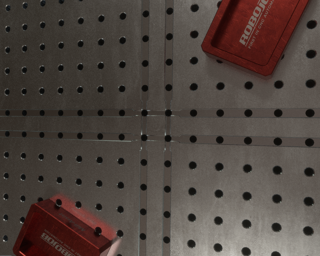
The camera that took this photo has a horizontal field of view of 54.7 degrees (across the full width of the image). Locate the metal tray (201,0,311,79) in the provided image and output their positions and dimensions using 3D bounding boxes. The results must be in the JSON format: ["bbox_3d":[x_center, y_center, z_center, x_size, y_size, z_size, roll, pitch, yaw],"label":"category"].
[{"bbox_3d":[0.118,-0.134,0.368,0.090,0.030,0.129,27,99,17],"label":"metal tray"}]

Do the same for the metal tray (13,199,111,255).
[{"bbox_3d":[-0.148,0.178,0.460,0.130,0.030,0.090,28,99,17],"label":"metal tray"}]
